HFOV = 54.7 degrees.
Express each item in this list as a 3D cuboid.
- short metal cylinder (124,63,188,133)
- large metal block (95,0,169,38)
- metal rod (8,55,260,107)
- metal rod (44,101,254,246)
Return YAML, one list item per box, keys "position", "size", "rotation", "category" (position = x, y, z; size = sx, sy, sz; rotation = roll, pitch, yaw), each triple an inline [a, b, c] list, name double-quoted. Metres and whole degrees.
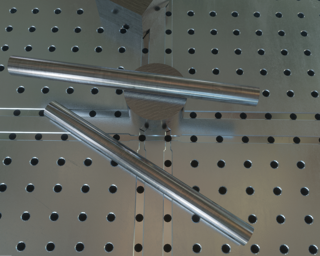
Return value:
- position: [-0.005, -0.039, 0.412]
  size: [0.081, 0.050, 0.080]
  rotation: [0, 70, -1]
  category: "short metal cylinder"
- position: [-0.040, -0.198, 0.471]
  size: [0.080, 0.050, 0.080]
  rotation: [29, 72, 9]
  category: "large metal block"
- position: [-0.033, -0.058, 0.379]
  size: [0.302, 0.025, 0.025]
  rotation: [8, 70, 2]
  category: "metal rod"
- position: [-0.022, 0.051, 0.392]
  size: [0.301, 0.025, 0.025]
  rotation: [31, 73, 10]
  category: "metal rod"
